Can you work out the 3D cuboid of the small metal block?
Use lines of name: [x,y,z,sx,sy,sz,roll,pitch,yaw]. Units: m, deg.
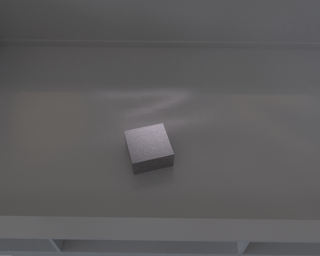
small metal block: [-0.014,0.025,0.384,0.050,0.025,0.050,-12,51,-10]
